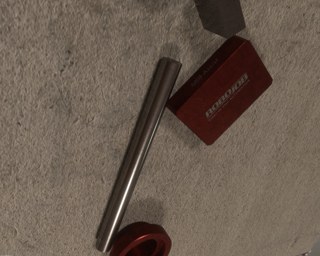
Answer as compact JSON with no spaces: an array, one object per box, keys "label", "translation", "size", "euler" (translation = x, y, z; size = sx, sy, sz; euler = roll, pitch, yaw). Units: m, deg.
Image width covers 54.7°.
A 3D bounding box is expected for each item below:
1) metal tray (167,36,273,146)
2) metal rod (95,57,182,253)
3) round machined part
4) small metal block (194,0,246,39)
[{"label":"metal tray","translation":[0.083,-0.048,0.421],"size":[0.130,0.030,0.090],"euler":[-46,130,4]},{"label":"metal rod","translation":[-0.036,0.050,0.419],"size":[0.025,0.025,0.298],"euler":[8,115,-32]},{"label":"round machined part","translation":[-0.034,0.189,0.495],"size":[0.099,0.042,0.097],"euler":[-16,126,-22]},{"label":"small metal block","translation":[0.065,-0.133,0.345],"size":[0.025,0.050,0.050],"euler":[-35,129,-6]}]
